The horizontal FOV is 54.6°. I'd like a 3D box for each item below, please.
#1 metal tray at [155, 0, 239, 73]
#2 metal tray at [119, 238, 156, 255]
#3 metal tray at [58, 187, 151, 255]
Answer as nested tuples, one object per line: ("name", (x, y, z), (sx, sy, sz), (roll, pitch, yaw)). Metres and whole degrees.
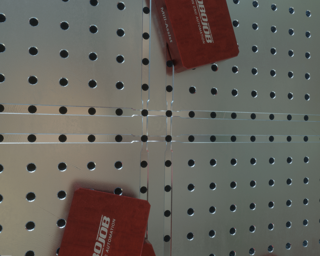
("metal tray", (0.050, -0.151, 0.428), (0.091, 0.030, 0.129), (-18, 96, -19))
("metal tray", (-0.036, 0.218, 0.397), (0.091, 0.030, 0.129), (-21, 97, -19))
("metal tray", (-0.068, 0.142, 0.362), (0.090, 0.030, 0.130), (13, 76, -5))
